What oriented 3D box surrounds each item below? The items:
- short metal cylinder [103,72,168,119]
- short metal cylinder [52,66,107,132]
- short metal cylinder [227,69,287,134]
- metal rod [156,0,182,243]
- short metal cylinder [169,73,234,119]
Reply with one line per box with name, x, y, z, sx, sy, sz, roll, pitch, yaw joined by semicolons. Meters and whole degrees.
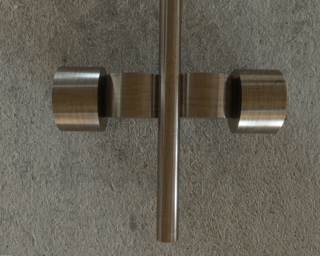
short metal cylinder;-0.030;-0.037;0.383;0.081;0.080;0.050;1;90;0
short metal cylinder;-0.095;-0.035;0.383;0.050;0.080;0.080;1;90;0
short metal cylinder;0.116;-0.033;0.385;0.050;0.080;0.080;1;90;0
metal rod;0.010;-0.024;0.350;0.025;0.025;0.298;1;90;0
short metal cylinder;0.050;-0.037;0.384;0.081;0.080;0.050;1;90;0
